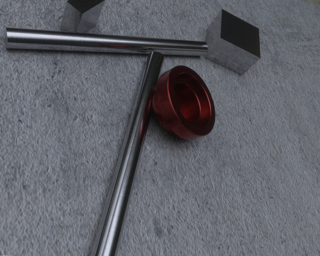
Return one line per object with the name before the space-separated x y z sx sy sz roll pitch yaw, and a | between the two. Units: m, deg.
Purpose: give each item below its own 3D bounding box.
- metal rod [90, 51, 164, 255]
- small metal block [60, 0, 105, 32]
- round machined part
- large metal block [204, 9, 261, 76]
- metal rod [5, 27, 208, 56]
metal rod | -0.031 0.014 0.379 0.025 0.025 0.300 23 53 -15
small metal block | -0.107 -0.156 0.426 0.025 0.050 0.050 39 51 -2
round machined part | 0.028 -0.031 0.415 0.099 0.042 0.098 24 56 -41
large metal block | 0.129 -0.152 0.553 0.080 0.050 0.080 21 54 -16
metal rod | -0.055 -0.121 0.449 0.303 0.025 0.025 -6 65 -31
